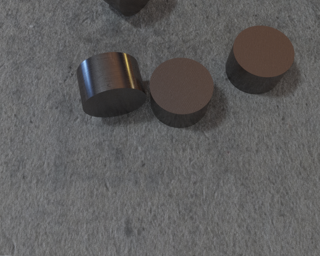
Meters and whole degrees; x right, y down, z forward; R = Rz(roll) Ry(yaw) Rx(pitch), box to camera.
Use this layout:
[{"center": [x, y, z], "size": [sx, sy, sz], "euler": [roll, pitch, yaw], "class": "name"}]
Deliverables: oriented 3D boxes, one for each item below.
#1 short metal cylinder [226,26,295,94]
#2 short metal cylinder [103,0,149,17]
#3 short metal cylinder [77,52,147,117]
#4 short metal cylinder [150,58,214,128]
[{"center": [0.137, -0.094, 0.431], "size": [0.081, 0.050, 0.080], "euler": [0, 70, 0], "class": "short metal cylinder"}, {"center": [-0.050, -0.214, 0.457], "size": [0.050, 0.080, 0.080], "euler": [39, 74, 12], "class": "short metal cylinder"}, {"center": [-0.062, -0.053, 0.398], "size": [0.081, 0.080, 0.050], "euler": [-13, 71, -5], "class": "short metal cylinder"}, {"center": [0.027, -0.046, 0.412], "size": [0.081, 0.050, 0.080], "euler": [0, 70, 0], "class": "short metal cylinder"}]
